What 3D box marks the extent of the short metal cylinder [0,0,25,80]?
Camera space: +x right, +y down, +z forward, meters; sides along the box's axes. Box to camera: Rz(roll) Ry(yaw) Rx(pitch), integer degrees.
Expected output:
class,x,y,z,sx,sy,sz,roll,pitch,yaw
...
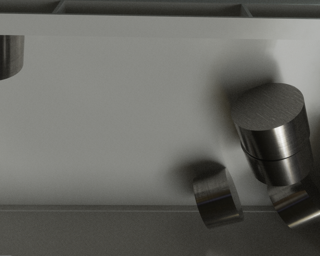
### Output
class,x,y,z,sx,sy,sz,roll,pitch,yaw
short metal cylinder,-0.174,-0.088,0.296,0.081,0.080,0.050,13,129,-12

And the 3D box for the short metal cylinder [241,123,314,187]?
class,x,y,z,sx,sy,sz,roll,pitch,yaw
short metal cylinder,0.151,0.028,0.399,0.080,0.080,0.050,-19,128,15

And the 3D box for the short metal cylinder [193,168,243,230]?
class,x,y,z,sx,sy,sz,roll,pitch,yaw
short metal cylinder,0.088,0.106,0.464,0.050,0.080,0.080,-20,128,16

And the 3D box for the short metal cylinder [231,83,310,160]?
class,x,y,z,sx,sy,sz,roll,pitch,yaw
short metal cylinder,0.131,-0.009,0.368,0.080,0.080,0.050,-19,128,15

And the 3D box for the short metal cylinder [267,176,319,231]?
class,x,y,z,sx,sy,sz,roll,pitch,yaw
short metal cylinder,0.208,0.107,0.467,0.080,0.080,0.050,37,121,-27
